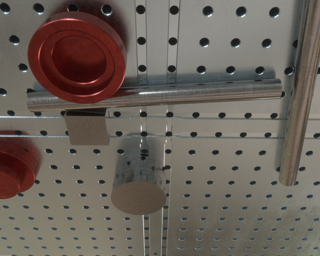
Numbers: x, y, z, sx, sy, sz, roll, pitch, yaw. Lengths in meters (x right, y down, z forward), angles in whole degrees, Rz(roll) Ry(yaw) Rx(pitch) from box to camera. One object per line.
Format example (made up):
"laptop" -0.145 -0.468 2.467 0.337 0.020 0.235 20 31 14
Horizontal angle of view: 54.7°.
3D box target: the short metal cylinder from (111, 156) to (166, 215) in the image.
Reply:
"short metal cylinder" -0.031 0.088 0.469 0.080 0.050 0.079 0 130 0

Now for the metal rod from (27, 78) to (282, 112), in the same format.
"metal rod" -0.008 -0.040 0.377 0.302 0.025 0.025 -3 130 2

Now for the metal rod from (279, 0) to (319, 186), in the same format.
"metal rod" 0.175 -0.031 0.386 0.025 0.025 0.298 -7 130 6

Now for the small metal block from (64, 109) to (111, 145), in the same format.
"small metal block" -0.093 -0.004 0.407 0.050 0.025 0.050 0 130 -1

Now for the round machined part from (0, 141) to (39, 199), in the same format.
"round machined part" -0.235 0.068 0.456 0.099 0.042 0.097 0 130 0

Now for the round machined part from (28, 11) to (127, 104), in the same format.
"round machined part" -0.085 -0.077 0.334 0.099 0.042 0.097 0 130 0
